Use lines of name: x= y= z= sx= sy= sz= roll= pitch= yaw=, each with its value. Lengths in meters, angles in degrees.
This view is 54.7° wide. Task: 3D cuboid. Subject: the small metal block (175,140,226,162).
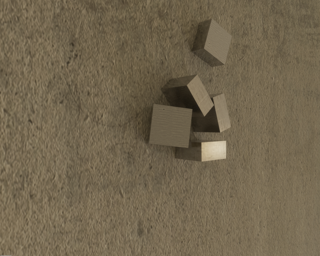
small metal block: x=0.057 y=0.031 z=0.436 sx=0.050 sy=0.050 sz=0.025 roll=-1 pitch=91 yaw=-40

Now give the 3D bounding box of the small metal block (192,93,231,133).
small metal block: x=0.070 y=-0.021 z=0.447 sx=0.025 sy=0.050 sz=0.050 roll=-23 pitch=105 yaw=-38

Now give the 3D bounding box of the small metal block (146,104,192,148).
small metal block: x=0.012 y=-0.002 z=0.400 sx=0.050 sy=0.025 sz=0.050 roll=7 pitch=85 yaw=-10

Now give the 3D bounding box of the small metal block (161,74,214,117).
small metal block: x=0.037 y=-0.042 z=0.419 sx=0.025 sy=0.050 sz=0.050 roll=-48 pitch=119 yaw=-30

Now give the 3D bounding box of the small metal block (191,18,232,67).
small metal block: x=0.079 y=-0.128 z=0.470 sx=0.050 sy=0.025 sz=0.050 roll=26 pitch=74 yaw=-37
